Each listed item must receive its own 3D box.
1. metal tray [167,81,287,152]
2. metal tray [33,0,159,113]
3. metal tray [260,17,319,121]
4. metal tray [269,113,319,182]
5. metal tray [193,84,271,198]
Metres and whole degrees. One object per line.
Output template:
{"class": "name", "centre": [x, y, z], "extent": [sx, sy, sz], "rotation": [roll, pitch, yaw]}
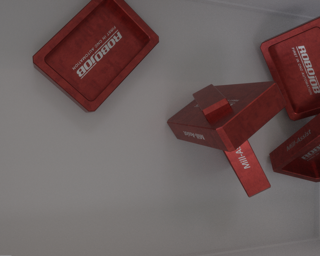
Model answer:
{"class": "metal tray", "centre": [0.074, -0.018, 0.381], "extent": [0.090, 0.130, 0.030], "rotation": [-37, 108, -16]}
{"class": "metal tray", "centre": [-0.075, -0.094, 0.379], "extent": [0.090, 0.030, 0.130], "rotation": [44, 76, -15]}
{"class": "metal tray", "centre": [0.216, -0.084, 0.455], "extent": [0.030, 0.090, 0.129], "rotation": [-40, 106, -55]}
{"class": "metal tray", "centre": [0.233, 0.028, 0.441], "extent": [0.091, 0.129, 0.030], "rotation": [15, 50, -16]}
{"class": "metal tray", "centre": [0.090, 0.013, 0.399], "extent": [0.030, 0.090, 0.130], "rotation": [-29, 108, 8]}
